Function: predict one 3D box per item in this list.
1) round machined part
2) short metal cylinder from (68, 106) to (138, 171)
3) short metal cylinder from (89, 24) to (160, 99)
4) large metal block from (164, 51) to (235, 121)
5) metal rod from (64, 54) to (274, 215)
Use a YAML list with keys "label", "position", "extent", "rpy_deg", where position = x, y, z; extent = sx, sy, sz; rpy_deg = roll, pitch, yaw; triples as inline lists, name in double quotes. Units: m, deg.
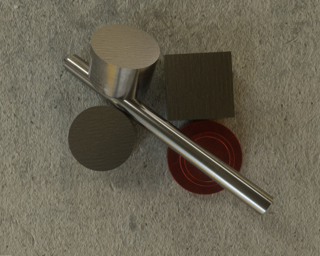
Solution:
- label: "round machined part"
  position: [0.058, 0.038, 0.402]
  extent: [0.099, 0.042, 0.097]
  rpy_deg: [0, 90, 0]
- label: "short metal cylinder"
  position: [-0.071, 0.012, 0.399]
  extent: [0.081, 0.050, 0.080]
  rpy_deg: [0, 90, 0]
- label: "short metal cylinder"
  position: [-0.045, -0.082, 0.379]
  extent: [0.081, 0.050, 0.080]
  rpy_deg: [9, 51, -11]
- label: "large metal block"
  position: [0.048, -0.051, 0.397]
  extent: [0.081, 0.050, 0.080]
  rpy_deg: [-3, 90, 0]
- label: "metal rod"
  position: [0.001, 0.000, 0.377]
  extent: [0.300, 0.025, 0.025]
  rpy_deg: [36, 90, 13]
